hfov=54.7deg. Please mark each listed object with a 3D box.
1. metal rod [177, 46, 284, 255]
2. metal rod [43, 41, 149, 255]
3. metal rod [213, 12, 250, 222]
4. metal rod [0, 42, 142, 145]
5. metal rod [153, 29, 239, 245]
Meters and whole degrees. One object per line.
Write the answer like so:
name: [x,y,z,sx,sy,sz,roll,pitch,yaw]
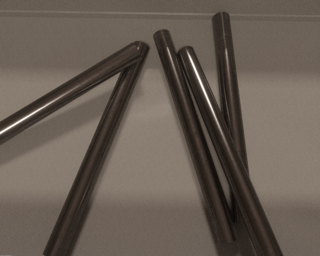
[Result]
metal rod: [0.078,0.017,0.384,0.025,0.025,0.299,-15,63,-6]
metal rod: [-0.075,0.014,0.403,0.025,0.025,0.299,18,71,6]
metal rod: [0.097,-0.028,0.421,0.025,0.025,0.299,-1,70,-1]
metal rod: [-0.157,-0.024,0.402,0.301,0.025,0.025,-33,74,-6]
metal rod: [0.041,-0.003,0.411,0.025,0.025,0.299,-14,71,-6]
